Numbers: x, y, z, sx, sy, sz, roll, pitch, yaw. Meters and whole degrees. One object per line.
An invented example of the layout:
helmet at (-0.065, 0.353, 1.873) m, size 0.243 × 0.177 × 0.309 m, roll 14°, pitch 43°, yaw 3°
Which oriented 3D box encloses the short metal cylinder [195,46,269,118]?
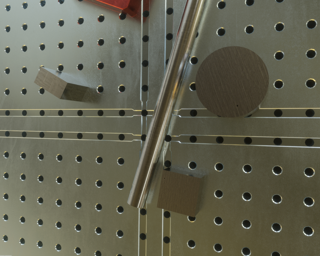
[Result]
short metal cylinder at (0.087, -0.051, 0.368) m, size 0.080 × 0.050 × 0.079 m, roll 0°, pitch 90°, yaw 19°

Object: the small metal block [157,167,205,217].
small metal block at (0.027, 0.082, 0.402) m, size 0.050 × 0.025 × 0.050 m, roll 10°, pitch 93°, yaw 19°

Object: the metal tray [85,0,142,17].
metal tray at (-0.079, -0.222, 0.437) m, size 0.130 × 0.030 × 0.089 m, roll 25°, pitch 98°, yaw 17°

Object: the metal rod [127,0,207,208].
metal rod at (0.010, -0.039, 0.408) m, size 0.025 × 0.025 × 0.298 m, roll 19°, pitch 96°, yaw 18°

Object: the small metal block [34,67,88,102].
small metal block at (-0.142, -0.062, 0.448) m, size 0.050 × 0.050 × 0.025 m, roll 31°, pitch 100°, yaw 17°
